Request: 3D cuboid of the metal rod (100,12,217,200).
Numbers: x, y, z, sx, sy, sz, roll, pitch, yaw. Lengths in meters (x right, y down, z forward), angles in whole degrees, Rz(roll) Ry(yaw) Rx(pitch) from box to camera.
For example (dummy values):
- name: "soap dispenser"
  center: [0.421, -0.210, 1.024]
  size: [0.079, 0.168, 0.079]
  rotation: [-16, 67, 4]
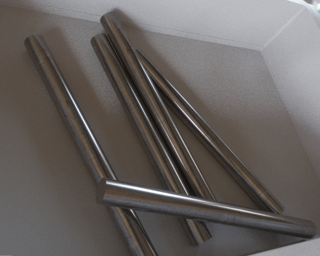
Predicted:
- name: "metal rod"
  center: [-0.005, -0.027, 0.409]
  size: [0.025, 0.025, 0.299]
  rotation: [-19, 75, -36]

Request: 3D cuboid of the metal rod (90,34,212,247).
- name: "metal rod"
  center: [-0.019, 0.003, 0.395]
  size: [0.025, 0.025, 0.299]
  rotation: [-16, 70, -35]

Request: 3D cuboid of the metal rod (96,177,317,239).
- name: "metal rod"
  center: [0.074, 0.099, 0.357]
  size: [0.302, 0.025, 0.025]
  rotation: [17, 55, -26]

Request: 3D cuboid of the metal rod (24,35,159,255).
- name: "metal rod"
  center: [-0.083, 0.017, 0.351]
  size: [0.025, 0.025, 0.299]
  rotation: [-20, 73, -36]

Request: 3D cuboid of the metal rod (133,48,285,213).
- name: "metal rod"
  center: [0.061, 0.004, 0.437]
  size: [0.300, 0.025, 0.025]
  rotation: [49, 51, 6]
